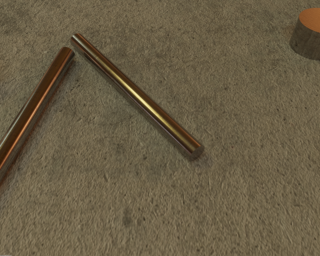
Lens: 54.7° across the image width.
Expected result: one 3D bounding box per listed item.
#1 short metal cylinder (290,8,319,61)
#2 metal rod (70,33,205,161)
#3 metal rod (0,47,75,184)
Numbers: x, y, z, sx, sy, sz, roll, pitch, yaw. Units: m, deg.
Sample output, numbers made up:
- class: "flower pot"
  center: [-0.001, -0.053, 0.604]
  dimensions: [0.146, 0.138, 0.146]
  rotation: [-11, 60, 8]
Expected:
- class: "short metal cylinder"
  center: [0.268, -0.159, 0.522]
  dimensions: [0.081, 0.050, 0.080]
  rotation: [0, 50, 0]
- class: "metal rod"
  center: [-0.048, -0.059, 0.452]
  dimensions: [0.025, 0.025, 0.300]
  rotation: [-31, 57, -24]
- class: "metal rod"
  center: [-0.178, -0.009, 0.408]
  dimensions: [0.025, 0.025, 0.300]
  rotation: [8, 50, 7]
